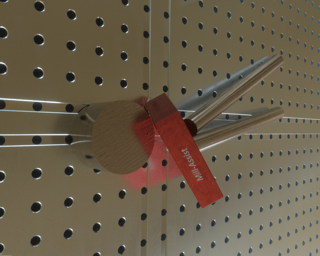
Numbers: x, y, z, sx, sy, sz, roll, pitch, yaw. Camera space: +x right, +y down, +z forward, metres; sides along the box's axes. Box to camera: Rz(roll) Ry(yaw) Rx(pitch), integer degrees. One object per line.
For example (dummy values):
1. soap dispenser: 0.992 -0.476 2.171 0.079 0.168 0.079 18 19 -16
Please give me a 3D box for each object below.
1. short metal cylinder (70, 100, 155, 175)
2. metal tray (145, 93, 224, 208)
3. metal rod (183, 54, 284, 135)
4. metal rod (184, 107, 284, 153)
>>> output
1. short metal cylinder: -0.053 0.010 0.350 0.081 0.050 0.079 0 90 -40
2. metal tray: 0.029 0.027 0.393 0.030 0.090 0.130 -29 113 2
3. metal rod: 0.134 -0.066 0.507 0.302 0.025 0.025 -35 112 -40
4. metal rod: 0.133 -0.003 0.496 0.302 0.025 0.025 -15 100 -48
